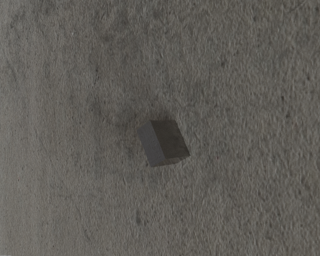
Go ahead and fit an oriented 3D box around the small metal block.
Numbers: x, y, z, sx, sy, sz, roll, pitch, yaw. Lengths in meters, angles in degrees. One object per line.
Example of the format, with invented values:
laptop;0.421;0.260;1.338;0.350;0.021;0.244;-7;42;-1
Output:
small metal block;0.005;0.019;0.383;0.025;0.050;0.050;-34;69;34
